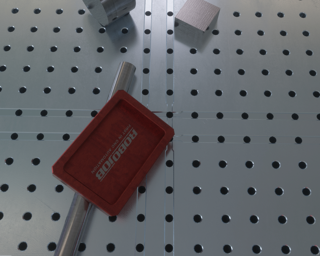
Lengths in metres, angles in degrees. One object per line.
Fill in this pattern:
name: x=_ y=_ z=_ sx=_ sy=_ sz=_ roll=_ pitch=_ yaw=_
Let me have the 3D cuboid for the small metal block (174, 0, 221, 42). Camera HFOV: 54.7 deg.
small metal block: x=0.056 y=-0.168 z=0.474 sx=0.050 sy=0.025 sz=0.050 roll=30 pitch=73 yaw=10

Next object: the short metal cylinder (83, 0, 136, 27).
short metal cylinder: x=-0.080 y=-0.198 z=0.454 sx=0.050 sy=0.080 sz=0.080 roll=-38 pitch=75 yaw=-13

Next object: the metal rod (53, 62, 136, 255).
metal rod: x=-0.083 y=0.048 z=0.393 sx=0.025 sy=0.025 sz=0.299 roll=13 pitch=70 yaw=5

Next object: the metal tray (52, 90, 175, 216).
metal tray: x=-0.054 y=0.028 z=0.377 sx=0.090 sy=0.030 sz=0.130 roll=38 pitch=67 yaw=-5
